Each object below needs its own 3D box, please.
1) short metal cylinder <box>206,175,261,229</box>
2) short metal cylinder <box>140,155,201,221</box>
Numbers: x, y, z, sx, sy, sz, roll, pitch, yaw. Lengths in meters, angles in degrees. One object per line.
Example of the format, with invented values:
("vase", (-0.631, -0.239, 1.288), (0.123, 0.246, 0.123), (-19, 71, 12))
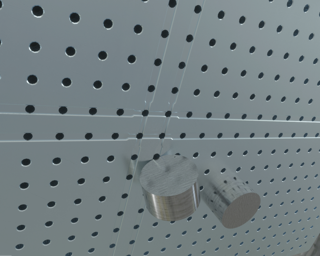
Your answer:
("short metal cylinder", (0.129, 0.130, 0.549), (0.081, 0.050, 0.079), (-14, 125, -21))
("short metal cylinder", (0.015, 0.083, 0.437), (0.081, 0.080, 0.050), (-21, 127, -16))
